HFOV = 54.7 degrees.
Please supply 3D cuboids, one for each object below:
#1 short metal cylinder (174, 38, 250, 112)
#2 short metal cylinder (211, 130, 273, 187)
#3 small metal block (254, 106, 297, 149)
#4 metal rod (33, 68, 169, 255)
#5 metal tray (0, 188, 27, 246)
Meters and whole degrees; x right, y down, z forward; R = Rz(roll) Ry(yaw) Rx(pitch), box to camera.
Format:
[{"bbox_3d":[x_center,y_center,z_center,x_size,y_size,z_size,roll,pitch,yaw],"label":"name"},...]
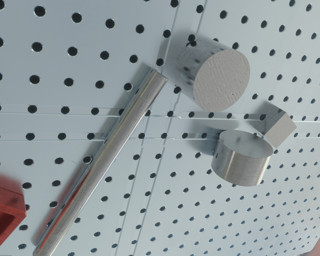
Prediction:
[{"bbox_3d":[0.064,-0.066,0.389,0.081,0.050,0.079,-14,124,-21],"label":"short metal cylinder"},{"bbox_3d":[0.123,0.044,0.470,0.081,0.080,0.050,-3,120,-27],"label":"short metal cylinder"},{"bbox_3d":[0.193,-0.001,0.516,0.050,0.025,0.050,-48,129,5],"label":"small metal block"},{"bbox_3d":[-0.083,0.056,0.400,0.025,0.025,0.299,25,105,-37],"label":"metal rod"},{"bbox_3d":[-0.232,0.121,0.355,0.130,0.030,0.090,-48,129,6],"label":"metal tray"}]
